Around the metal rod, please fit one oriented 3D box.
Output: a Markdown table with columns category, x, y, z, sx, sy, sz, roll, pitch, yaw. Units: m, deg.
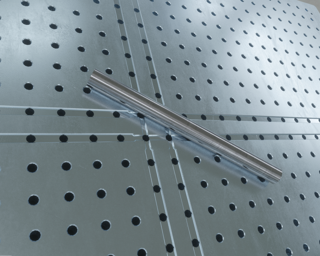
| category | x | y | z | sx | sy | sz | roll | pitch | yaw |
| --- | --- | --- | --- | --- | --- | --- | --- | --- | --- |
| metal rod | 0.042 | 0.003 | 0.430 | 0.301 | 0.025 | 0.025 | 28 | 52 | -11 |
